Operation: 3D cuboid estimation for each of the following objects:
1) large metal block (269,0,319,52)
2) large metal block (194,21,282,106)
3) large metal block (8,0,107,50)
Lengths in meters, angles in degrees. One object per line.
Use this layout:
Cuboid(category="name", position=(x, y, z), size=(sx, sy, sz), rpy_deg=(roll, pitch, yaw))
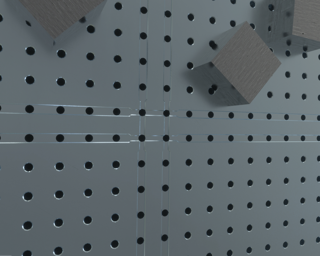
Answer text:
Cuboid(category="large metal block", position=(0.223, -0.170, 0.483), size=(0.081, 0.050, 0.080), rpy_deg=(6, 88, -20))
Cuboid(category="large metal block", position=(0.110, -0.089, 0.442), size=(0.080, 0.050, 0.080), rpy_deg=(44, 76, -15))
Cuboid(category="large metal block", position=(-0.120, -0.151, 0.355), size=(0.080, 0.050, 0.080), rpy_deg=(-45, 104, -15))
